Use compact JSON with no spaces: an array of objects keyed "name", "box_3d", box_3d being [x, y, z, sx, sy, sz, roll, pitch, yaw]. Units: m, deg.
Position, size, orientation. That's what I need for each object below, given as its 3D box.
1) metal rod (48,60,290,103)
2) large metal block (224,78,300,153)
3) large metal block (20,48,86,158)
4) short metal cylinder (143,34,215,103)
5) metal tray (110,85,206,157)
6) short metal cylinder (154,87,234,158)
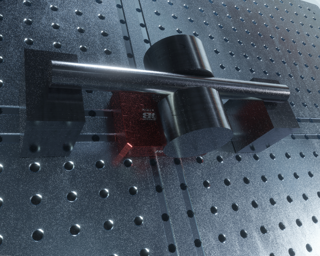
[{"name":"metal rod","box_3d":[0.034,-0.048,0.352,0.303,0.025,0.025,0,62,-28]},{"name":"large metal block","box_3d":[0.144,-0.017,0.459,0.050,0.080,0.080,1,62,-28]},{"name":"large metal block","box_3d":[-0.116,-0.023,0.322,0.050,0.080,0.080,1,62,-28]},{"name":"short metal cylinder","box_3d":[0.023,-0.071,0.390,0.081,0.080,0.050,1,62,-28]},{"name":"metal tray","box_3d":[0.006,-0.010,0.414,0.131,0.030,0.090,1,61,-28]},{"name":"short metal cylinder","box_3d":[0.038,-0.004,0.357,0.081,0.080,0.050,1,62,-28]}]
